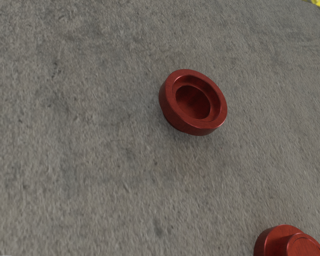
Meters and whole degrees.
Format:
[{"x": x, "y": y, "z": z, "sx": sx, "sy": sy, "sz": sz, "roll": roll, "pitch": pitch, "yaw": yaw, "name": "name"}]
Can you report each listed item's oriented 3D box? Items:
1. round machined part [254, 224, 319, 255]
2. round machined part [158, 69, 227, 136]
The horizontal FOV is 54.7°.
[{"x": 0.169, "y": 0.169, "z": 0.383, "sx": 0.099, "sy": 0.042, "sz": 0.098, "roll": 14, "pitch": 56, "yaw": -21, "name": "round machined part"}, {"x": 0.042, "y": -0.032, "z": 0.437, "sx": 0.099, "sy": 0.042, "sz": 0.098, "roll": 14, "pitch": 56, "yaw": -21, "name": "round machined part"}]
